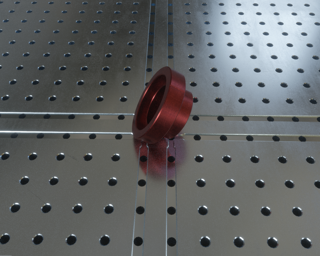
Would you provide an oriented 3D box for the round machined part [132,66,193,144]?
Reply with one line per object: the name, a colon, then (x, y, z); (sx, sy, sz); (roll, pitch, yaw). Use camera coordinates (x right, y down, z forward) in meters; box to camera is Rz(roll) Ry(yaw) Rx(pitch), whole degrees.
round machined part: (0.006, -0.025, 0.394); (0.042, 0.098, 0.098); (23, 47, -21)
